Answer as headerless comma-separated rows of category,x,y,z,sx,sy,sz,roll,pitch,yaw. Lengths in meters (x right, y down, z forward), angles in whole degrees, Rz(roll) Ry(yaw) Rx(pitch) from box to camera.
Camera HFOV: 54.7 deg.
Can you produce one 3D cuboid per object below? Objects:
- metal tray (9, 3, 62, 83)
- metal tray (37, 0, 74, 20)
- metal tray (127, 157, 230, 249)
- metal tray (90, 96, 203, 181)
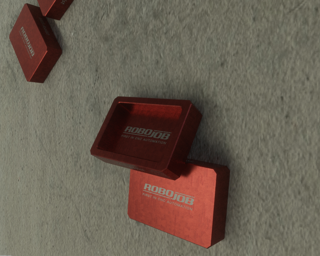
metal tray,-0.243,-0.163,0.599,0.090,0.030,0.130,-44,64,30
metal tray,-0.172,-0.266,0.540,0.130,0.030,0.090,-37,68,33
metal tray,0.018,0.082,0.385,0.130,0.030,0.089,7,94,39
metal tray,-0.021,0.008,0.391,0.130,0.030,0.090,8,67,39
